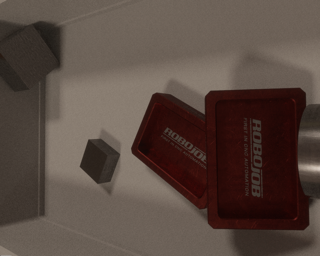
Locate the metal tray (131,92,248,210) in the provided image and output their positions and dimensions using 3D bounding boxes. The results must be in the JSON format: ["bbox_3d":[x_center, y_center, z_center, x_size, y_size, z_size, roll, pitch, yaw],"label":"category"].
[{"bbox_3d":[0.029,0.023,0.377,0.130,0.030,0.089,35,111,34],"label":"metal tray"}]

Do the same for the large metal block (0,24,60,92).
[{"bbox_3d":[-0.239,-0.121,0.542,0.050,0.080,0.080,-1,132,38],"label":"large metal block"}]

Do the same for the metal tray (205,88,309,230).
[{"bbox_3d":[0.090,0.029,0.299,0.090,0.030,0.129,-1,89,6],"label":"metal tray"}]

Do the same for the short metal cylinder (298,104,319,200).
[{"bbox_3d":[0.149,0.019,0.248,0.050,0.081,0.079,-1,90,40],"label":"short metal cylinder"}]

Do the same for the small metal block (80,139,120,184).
[{"bbox_3d":[-0.094,0.051,0.482,0.050,0.025,0.050,33,110,34],"label":"small metal block"}]
